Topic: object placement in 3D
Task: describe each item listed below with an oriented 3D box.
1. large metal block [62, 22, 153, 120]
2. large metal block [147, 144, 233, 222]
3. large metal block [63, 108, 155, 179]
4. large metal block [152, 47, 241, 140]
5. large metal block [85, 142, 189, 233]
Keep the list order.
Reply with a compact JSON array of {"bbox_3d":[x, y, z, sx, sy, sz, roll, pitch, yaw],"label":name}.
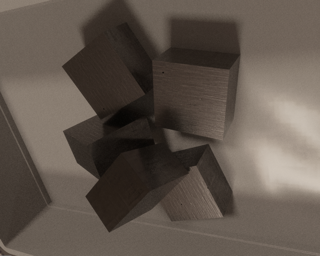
[{"bbox_3d":[-0.057,-0.068,0.379,0.080,0.050,0.080,-25,105,36],"label":"large metal block"},{"bbox_3d":[0.040,0.075,0.417,0.080,0.050,0.080,-17,110,34],"label":"large metal block"},{"bbox_3d":[-0.065,0.016,0.397,0.080,0.081,0.050,18,131,53],"label":"large metal block"},{"bbox_3d":[0.040,-0.040,0.346,0.080,0.050,0.079,12,123,21],"label":"large metal block"},{"bbox_3d":[-0.026,0.067,0.364,0.050,0.081,0.080,51,120,18],"label":"large metal block"}]
